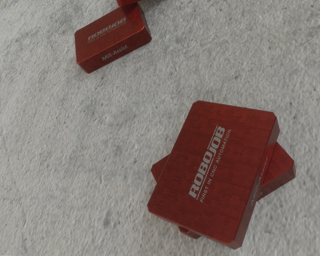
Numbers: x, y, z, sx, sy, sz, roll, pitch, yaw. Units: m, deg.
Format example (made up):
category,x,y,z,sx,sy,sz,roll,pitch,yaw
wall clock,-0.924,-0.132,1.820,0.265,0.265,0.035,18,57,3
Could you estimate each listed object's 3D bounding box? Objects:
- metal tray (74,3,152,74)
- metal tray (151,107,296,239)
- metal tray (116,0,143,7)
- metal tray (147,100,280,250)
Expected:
category,x,y,z,sx,sy,sz,roll,pitch,yaw
metal tray,-0.085,-0.160,0.542,0.130,0.030,0.090,-24,53,13
metal tray,0.065,0.047,0.337,0.130,0.030,0.090,-34,52,5
metal tray,-0.024,-0.267,0.549,0.131,0.030,0.090,-20,50,-5
metal tray,0.054,0.039,0.308,0.090,0.030,0.130,13,68,33
